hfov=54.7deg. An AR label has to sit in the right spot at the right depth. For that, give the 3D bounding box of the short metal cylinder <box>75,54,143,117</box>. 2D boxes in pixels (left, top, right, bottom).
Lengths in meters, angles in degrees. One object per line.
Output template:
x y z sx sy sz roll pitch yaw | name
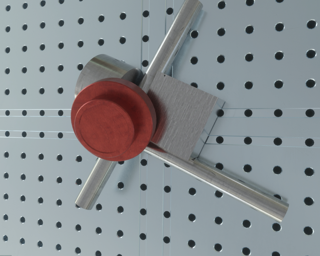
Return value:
-0.064 -0.050 0.404 0.050 0.080 0.080 26 99 18 | short metal cylinder

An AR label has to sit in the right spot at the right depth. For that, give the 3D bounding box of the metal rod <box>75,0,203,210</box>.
-0.028 -0.030 0.401 0.025 0.025 0.299 29 92 17 | metal rod

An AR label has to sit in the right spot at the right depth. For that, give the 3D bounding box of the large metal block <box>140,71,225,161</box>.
0.023 -0.015 0.387 0.080 0.050 0.080 27 99 17 | large metal block

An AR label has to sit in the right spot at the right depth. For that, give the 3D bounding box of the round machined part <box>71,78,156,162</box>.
-0.057 -0.005 0.353 0.098 0.042 0.097 4 111 11 | round machined part

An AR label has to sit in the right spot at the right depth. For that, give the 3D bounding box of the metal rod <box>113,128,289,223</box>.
0.016 0.037 0.405 0.301 0.025 0.025 26 99 17 | metal rod
